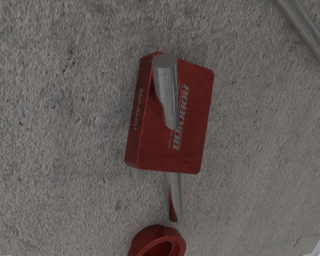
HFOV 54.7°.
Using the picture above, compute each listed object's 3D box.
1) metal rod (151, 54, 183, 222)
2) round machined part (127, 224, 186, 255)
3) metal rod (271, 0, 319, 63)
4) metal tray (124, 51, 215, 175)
[{"bbox_3d":[0.015,0.039,0.405,0.025,0.025,0.298,-22,137,-15],"label":"metal rod"},{"bbox_3d":[-0.009,0.200,0.515,0.099,0.042,0.097,-14,124,-21],"label":"round machined part"},{"bbox_3d":[0.172,-0.156,0.404,0.301,0.025,0.025,28,103,-38],"label":"metal rod"},{"bbox_3d":[0.013,-0.014,0.367,0.091,0.030,0.129,11,86,-33],"label":"metal tray"}]
